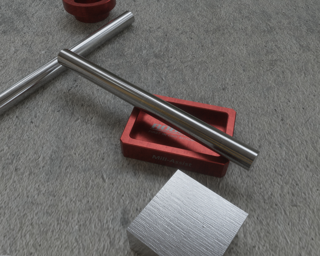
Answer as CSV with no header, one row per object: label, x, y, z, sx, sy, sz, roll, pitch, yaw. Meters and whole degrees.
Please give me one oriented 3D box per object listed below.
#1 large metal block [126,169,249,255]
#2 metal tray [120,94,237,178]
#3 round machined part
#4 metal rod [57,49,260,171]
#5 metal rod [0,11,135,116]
large metal block,0.026,0.101,0.302,0.080,0.050,0.080,31,56,23
metal tray,0.025,0.005,0.395,0.131,0.030,0.090,12,51,9
round machined part,-0.133,-0.236,0.589,0.099,0.042,0.098,0,50,0
metal rod,-0.018,-0.033,0.391,0.300,0.025,0.025,30,56,22
metal rod,-0.145,-0.113,0.495,0.025,0.025,0.301,29,55,22
